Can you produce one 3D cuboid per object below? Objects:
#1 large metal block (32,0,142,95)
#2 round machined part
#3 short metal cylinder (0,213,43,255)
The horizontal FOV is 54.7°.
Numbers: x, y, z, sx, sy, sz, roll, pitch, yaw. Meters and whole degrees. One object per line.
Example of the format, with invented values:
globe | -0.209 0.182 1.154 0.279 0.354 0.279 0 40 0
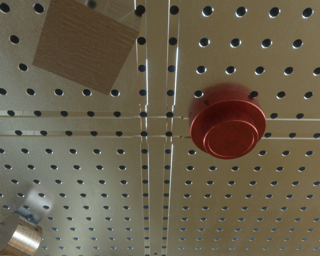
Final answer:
large metal block | -0.073 -0.092 0.316 0.080 0.050 0.080 22 127 -18
round machined part | 0.089 0.003 0.404 0.099 0.042 0.097 0 130 0
short metal cylinder | -0.254 0.197 0.540 0.080 0.080 0.050 -29 125 22
